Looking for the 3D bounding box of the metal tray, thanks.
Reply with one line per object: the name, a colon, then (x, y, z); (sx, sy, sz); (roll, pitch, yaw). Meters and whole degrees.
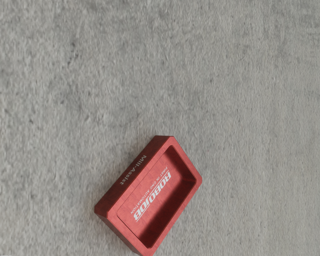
metal tray: (-0.008, 0.083, 0.393); (0.130, 0.030, 0.090); (-49, 119, -28)
